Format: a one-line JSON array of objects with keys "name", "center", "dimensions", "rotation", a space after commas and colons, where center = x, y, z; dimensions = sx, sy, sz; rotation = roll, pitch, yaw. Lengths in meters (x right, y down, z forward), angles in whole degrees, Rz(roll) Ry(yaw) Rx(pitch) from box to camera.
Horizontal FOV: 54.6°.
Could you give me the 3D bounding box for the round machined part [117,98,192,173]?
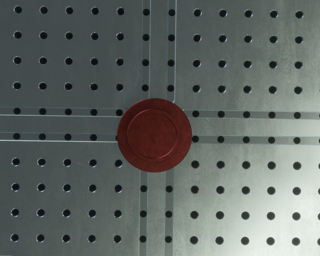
[{"name": "round machined part", "center": [-0.007, 0.010, 0.405], "dimensions": [0.099, 0.042, 0.097], "rotation": [0, 90, 0]}]
